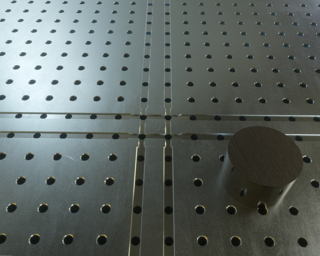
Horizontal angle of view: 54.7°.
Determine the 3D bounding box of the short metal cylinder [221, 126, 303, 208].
[{"bbox_3d":[0.114,0.044,0.356,0.081,0.050,0.080,0,50,0],"label":"short metal cylinder"}]
